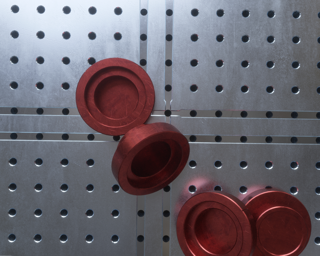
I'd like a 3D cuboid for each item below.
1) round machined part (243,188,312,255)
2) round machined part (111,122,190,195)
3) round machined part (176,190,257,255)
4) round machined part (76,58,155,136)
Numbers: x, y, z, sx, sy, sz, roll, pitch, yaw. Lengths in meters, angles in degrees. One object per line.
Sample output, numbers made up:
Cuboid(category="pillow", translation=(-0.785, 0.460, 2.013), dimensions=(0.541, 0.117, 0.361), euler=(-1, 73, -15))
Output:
Cuboid(category="round machined part", translation=(0.151, 0.132, 0.407), dimensions=(0.099, 0.042, 0.097), euler=(0, 90, -1))
Cuboid(category="round machined part", translation=(-0.015, 0.034, 0.388), dimensions=(0.098, 0.098, 0.042), euler=(-42, 47, 0))
Cuboid(category="round machined part", translation=(0.074, 0.128, 0.392), dimensions=(0.098, 0.042, 0.097), euler=(-3, 83, 31))
Cuboid(category="round machined part", translation=(-0.056, -0.039, 0.404), dimensions=(0.099, 0.042, 0.097), euler=(0, 90, -1))
